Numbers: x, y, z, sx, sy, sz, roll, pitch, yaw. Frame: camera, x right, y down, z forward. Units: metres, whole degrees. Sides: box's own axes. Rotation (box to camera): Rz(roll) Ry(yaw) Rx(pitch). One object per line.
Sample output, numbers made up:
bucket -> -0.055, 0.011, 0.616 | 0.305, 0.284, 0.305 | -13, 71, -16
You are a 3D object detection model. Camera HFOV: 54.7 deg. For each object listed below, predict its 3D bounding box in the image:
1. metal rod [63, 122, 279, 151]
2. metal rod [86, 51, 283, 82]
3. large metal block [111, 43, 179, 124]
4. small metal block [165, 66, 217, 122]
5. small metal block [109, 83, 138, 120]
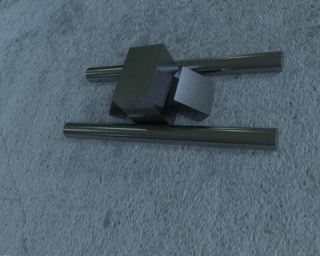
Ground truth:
metal rod -> -0.007, 0.008, 0.403 | 0.300, 0.025, 0.025 | 2, 63, 28
metal rod -> 0.017, -0.085, 0.447 | 0.300, 0.025, 0.025 | 2, 63, 28
large metal block -> -0.010, -0.051, 0.408 | 0.050, 0.080, 0.080 | 1, 62, 28
small metal block -> 0.040, -0.042, 0.391 | 0.025, 0.050, 0.050 | -39, 32, 60
small metal block -> -0.051, -0.046, 0.441 | 0.025, 0.050, 0.050 | 18, 66, -7
